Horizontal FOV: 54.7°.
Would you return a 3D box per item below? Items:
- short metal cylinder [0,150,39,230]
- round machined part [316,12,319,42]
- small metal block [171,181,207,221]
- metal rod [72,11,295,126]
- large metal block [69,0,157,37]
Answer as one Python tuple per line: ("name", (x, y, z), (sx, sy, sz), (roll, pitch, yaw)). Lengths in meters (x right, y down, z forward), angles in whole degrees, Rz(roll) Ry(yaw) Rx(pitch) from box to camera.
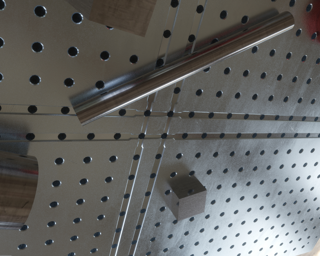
("short metal cylinder", (-0.168, 0.064, 0.323), (0.050, 0.080, 0.080), (18, 109, -35))
("round machined part", (0.284, -0.162, 0.455), (0.099, 0.042, 0.097), (-14, 124, -21))
("small metal block", (0.047, 0.120, 0.511), (0.050, 0.025, 0.050), (-13, 124, -21))
("metal rod", (0.039, -0.079, 0.383), (0.302, 0.025, 0.025), (-26, 128, -12))
("large metal block", (-0.038, -0.135, 0.271), (0.050, 0.080, 0.079), (8, 115, -32))
